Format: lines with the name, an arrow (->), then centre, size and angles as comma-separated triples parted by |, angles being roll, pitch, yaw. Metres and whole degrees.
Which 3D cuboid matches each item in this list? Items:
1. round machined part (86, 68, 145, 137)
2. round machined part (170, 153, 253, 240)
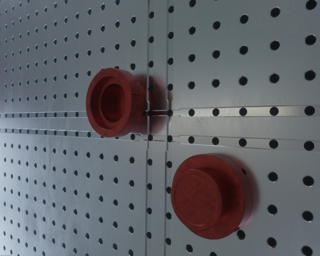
round machined part -> -0.060, -0.036, 0.449 | 0.098, 0.042, 0.097 | 0, 90, 40
round machined part -> 0.051, 0.079, 0.357 | 0.098, 0.042, 0.097 | 0, 90, 40
